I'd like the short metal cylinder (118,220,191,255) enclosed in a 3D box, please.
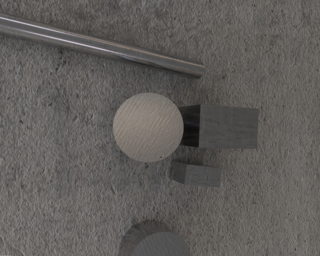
[{"bbox_3d":[-0.008,0.164,0.393,0.081,0.050,0.079,0,90,-20],"label":"short metal cylinder"}]

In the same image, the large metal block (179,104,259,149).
[{"bbox_3d":[0.069,-0.001,0.405,0.081,0.080,0.050,3,89,-20],"label":"large metal block"}]

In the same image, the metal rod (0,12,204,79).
[{"bbox_3d":[-0.086,-0.101,0.377,0.302,0.025,0.025,9,87,-20],"label":"metal rod"}]

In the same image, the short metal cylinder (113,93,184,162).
[{"bbox_3d":[-0.013,-0.001,0.378,0.081,0.050,0.079,0,90,0],"label":"short metal cylinder"}]

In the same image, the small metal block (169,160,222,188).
[{"bbox_3d":[0.046,0.061,0.413,0.050,0.050,0.025,8,87,-20],"label":"small metal block"}]
